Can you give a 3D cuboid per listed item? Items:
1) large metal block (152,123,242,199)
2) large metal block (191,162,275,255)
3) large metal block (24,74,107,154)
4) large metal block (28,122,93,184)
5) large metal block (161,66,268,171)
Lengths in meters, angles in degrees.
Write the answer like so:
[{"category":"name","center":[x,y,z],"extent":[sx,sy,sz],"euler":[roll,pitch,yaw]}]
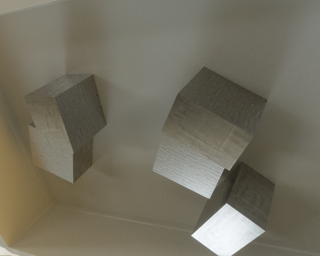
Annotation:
[{"category":"large metal block","center":[0.045,0.029,0.387],"extent":[0.080,0.050,0.079],"euler":[25,127,12]},{"category":"large metal block","center":[0.092,0.103,0.388],"extent":[0.050,0.080,0.079],"euler":[36,129,4]},{"category":"large metal block","center":[-0.124,-0.022,0.424],"extent":[0.050,0.080,0.079],"euler":[4,120,25]},{"category":"large metal block","center":[-0.156,0.029,0.493],"extent":[0.080,0.050,0.079],"euler":[22,127,15]},{"category":"large metal block","center":[0.060,-0.014,0.333],"extent":[0.080,0.080,0.050],"euler":[30,128,9]}]
